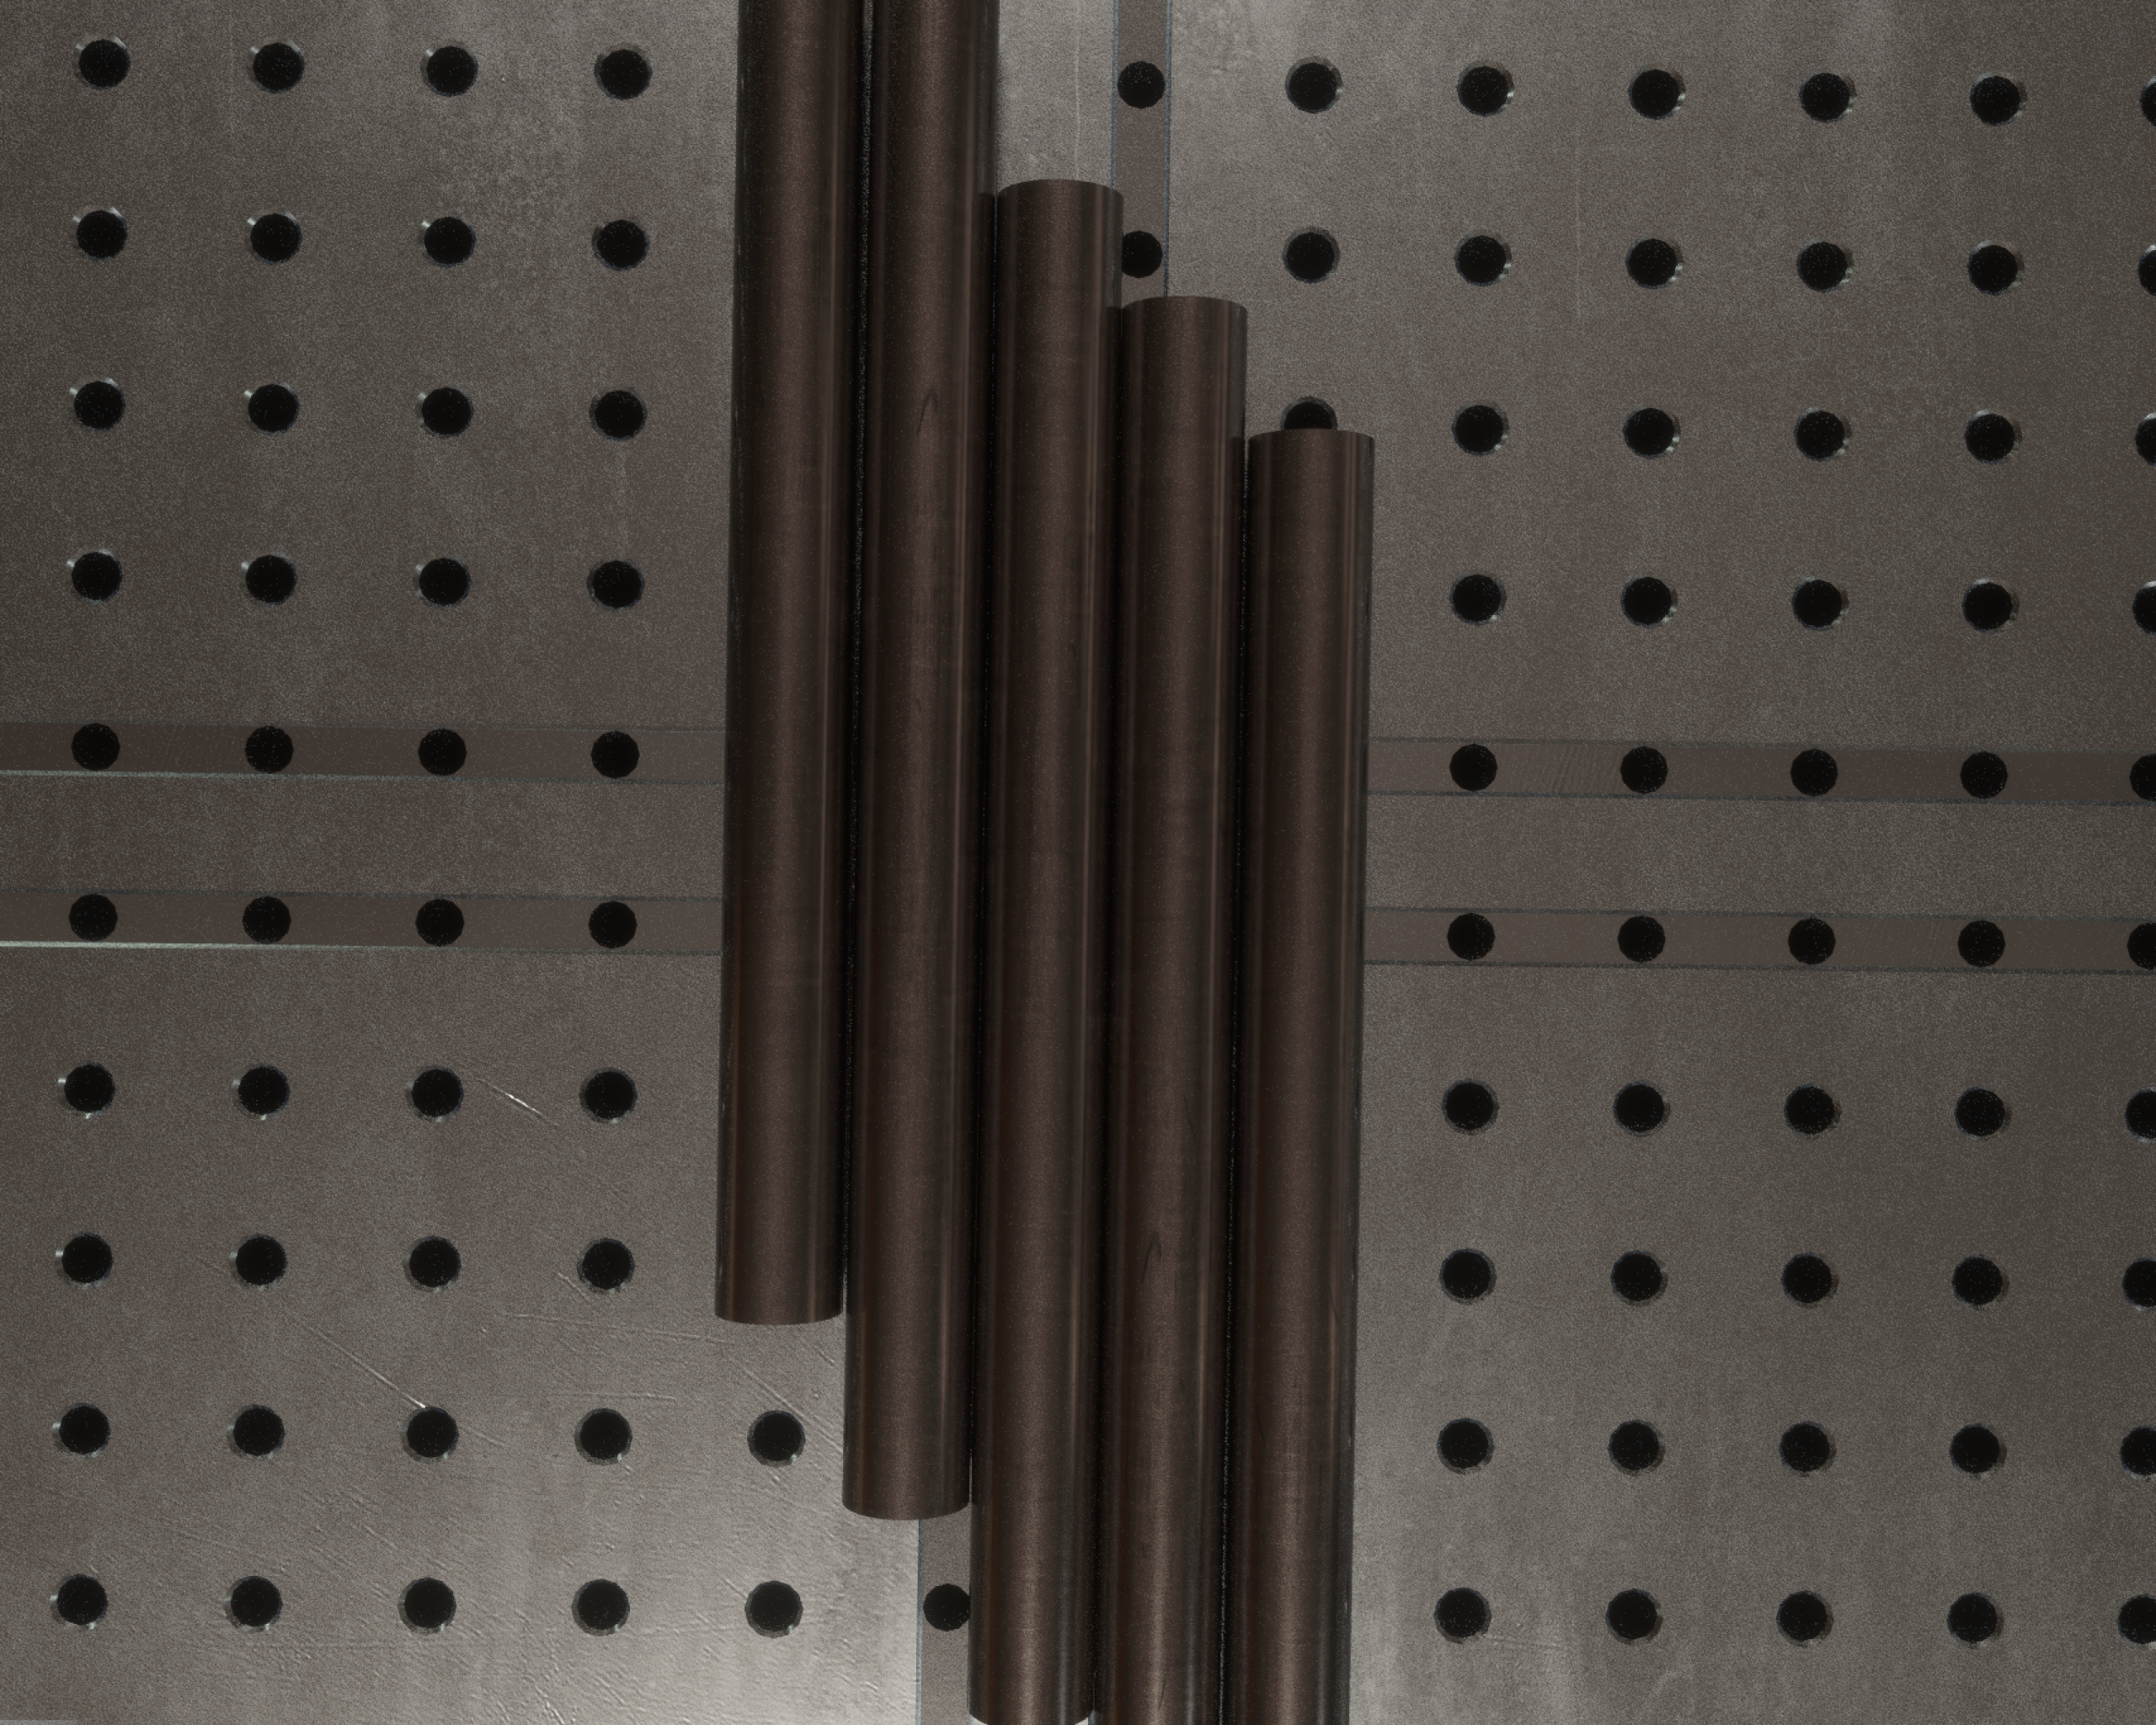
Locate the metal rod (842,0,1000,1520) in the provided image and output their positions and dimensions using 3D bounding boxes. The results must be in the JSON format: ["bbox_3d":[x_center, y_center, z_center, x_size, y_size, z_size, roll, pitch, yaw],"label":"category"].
[{"bbox_3d":[-0.031,-0.023,0.412,0.025,0.025,0.298,1,90,-1],"label":"metal rod"}]

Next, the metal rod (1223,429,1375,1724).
[{"bbox_3d":[0.043,0.066,0.413,0.025,0.025,0.298,1,90,-1],"label":"metal rod"}]

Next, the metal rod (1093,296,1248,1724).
[{"bbox_3d":[0.018,0.040,0.413,0.025,0.025,0.298,1,90,-1],"label":"metal rod"}]

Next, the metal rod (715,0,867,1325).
[{"bbox_3d":[-0.056,-0.060,0.412,0.025,0.025,0.298,1,90,-1],"label":"metal rod"}]

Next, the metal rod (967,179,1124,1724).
[{"bbox_3d":[-0.006,0.018,0.413,0.025,0.025,0.298,1,90,-1],"label":"metal rod"}]
